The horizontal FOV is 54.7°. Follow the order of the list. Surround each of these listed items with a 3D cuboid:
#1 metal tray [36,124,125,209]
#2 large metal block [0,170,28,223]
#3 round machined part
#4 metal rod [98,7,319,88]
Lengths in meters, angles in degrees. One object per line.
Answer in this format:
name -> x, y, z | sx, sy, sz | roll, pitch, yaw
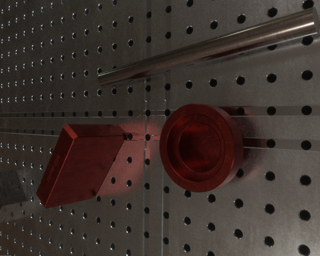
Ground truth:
metal tray -> -0.118, 0.055, 0.461 | 0.030, 0.091, 0.129 | 43, 116, 31
large metal block -> -0.338, 0.149, 0.668 | 0.080, 0.050, 0.080 | -47, 62, 29
round machined part -> 0.050, 0.022, 0.356 | 0.098, 0.042, 0.097 | 0, 90, 39
metal rod -> 0.030, -0.087, 0.382 | 0.300, 0.025, 0.025 | -7, 86, 39
